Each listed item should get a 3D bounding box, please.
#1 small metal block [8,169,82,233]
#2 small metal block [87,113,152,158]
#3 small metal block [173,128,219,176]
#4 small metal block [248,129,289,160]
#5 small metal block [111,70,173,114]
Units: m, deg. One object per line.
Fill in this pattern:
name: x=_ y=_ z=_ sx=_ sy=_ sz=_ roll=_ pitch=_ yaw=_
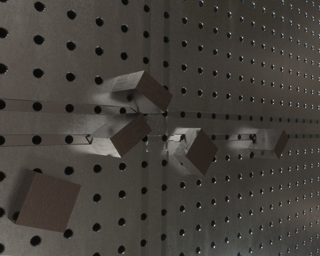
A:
small metal block: x=-0.116 y=0.074 z=0.314 sx=0.050 sy=0.025 sz=0.050 roll=28 pitch=73 yaw=-37
small metal block: x=-0.047 y=0.007 z=0.355 sx=0.050 sy=0.050 sz=0.025 roll=-42 pitch=116 yaw=-32
small metal block: x=0.054 y=0.035 z=0.457 sx=0.050 sy=0.025 sz=0.050 roll=47 pitch=62 yaw=-30
small metal block: x=0.197 y=0.028 z=0.561 sx=0.050 sy=0.050 sz=0.025 roll=-53 pitch=121 yaw=-27
small metal block: x=-0.022 y=-0.042 z=0.376 sx=0.050 sy=0.050 sz=0.025 roll=38 pitch=67 yaw=-34
